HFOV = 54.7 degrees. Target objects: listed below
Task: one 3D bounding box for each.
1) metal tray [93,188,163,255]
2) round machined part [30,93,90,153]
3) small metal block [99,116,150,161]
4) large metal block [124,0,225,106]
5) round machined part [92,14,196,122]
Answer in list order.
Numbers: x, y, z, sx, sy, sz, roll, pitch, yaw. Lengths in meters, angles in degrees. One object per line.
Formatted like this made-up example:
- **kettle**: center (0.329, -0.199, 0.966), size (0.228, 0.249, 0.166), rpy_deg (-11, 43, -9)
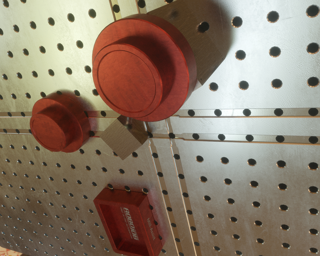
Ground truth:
- **metal tray**: center (-0.054, 0.169, 0.541), size (0.090, 0.030, 0.129), rpy_deg (0, 119, 28)
- **round machined part**: center (-0.162, -0.002, 0.485), size (0.098, 0.042, 0.097), rpy_deg (13, 124, 21)
- **small metal block**: center (-0.051, 0.011, 0.445), size (0.050, 0.025, 0.050), rpy_deg (47, 129, -5)
- **large metal block**: center (0.014, -0.078, 0.320), size (0.050, 0.080, 0.080), rpy_deg (-31, 101, 38)
- **round machined part**: center (-0.021, -0.048, 0.278), size (0.098, 0.042, 0.097), rpy_deg (13, 124, 21)
